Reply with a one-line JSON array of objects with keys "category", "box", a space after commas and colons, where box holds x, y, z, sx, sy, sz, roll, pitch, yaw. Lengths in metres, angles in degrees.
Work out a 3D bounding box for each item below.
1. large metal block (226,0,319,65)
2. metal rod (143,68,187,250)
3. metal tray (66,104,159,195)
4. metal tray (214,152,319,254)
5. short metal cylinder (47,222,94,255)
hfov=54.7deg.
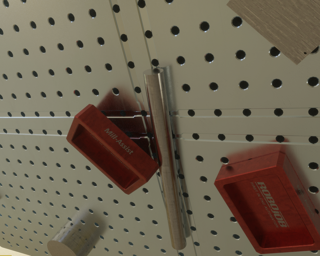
[{"category": "large metal block", "box": [0.118, -0.115, 0.261, 0.080, 0.050, 0.080, 41, 129, 0]}, {"category": "metal rod", "box": [0.012, 0.062, 0.443, 0.025, 0.025, 0.298, 6, 121, 25]}, {"category": "metal tray", "box": [-0.072, 0.035, 0.451, 0.130, 0.030, 0.090, 43, 146, -2]}, {"category": "metal tray", "box": [0.140, 0.100, 0.395, 0.090, 0.030, 0.130, -23, 107, 36]}, {"category": "short metal cylinder", "box": [-0.185, 0.244, 0.644, 0.080, 0.050, 0.079, 13, 124, 21]}]
